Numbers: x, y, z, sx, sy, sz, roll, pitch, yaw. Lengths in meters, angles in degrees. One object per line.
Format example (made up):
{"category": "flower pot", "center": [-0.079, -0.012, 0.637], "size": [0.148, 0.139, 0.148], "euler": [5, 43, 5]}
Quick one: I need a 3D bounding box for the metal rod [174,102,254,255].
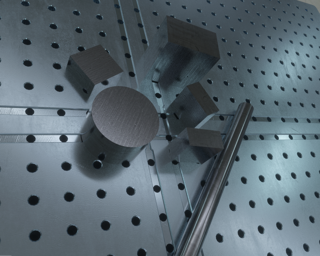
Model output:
{"category": "metal rod", "center": [0.077, 0.066, 0.411], "size": [0.025, 0.025, 0.301], "euler": [37, 51, -4]}

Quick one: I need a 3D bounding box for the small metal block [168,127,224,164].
{"category": "small metal block", "center": [0.046, 0.024, 0.404], "size": [0.050, 0.050, 0.025], "euler": [7, 59, -25]}

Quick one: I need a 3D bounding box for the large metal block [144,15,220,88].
{"category": "large metal block", "center": [0.029, -0.106, 0.455], "size": [0.081, 0.080, 0.050], "euler": [12, 57, -22]}

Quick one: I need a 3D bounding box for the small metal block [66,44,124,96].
{"category": "small metal block", "center": [-0.086, -0.077, 0.410], "size": [0.050, 0.025, 0.050], "euler": [49, 51, 6]}

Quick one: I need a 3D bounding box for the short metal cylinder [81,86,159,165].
{"category": "short metal cylinder", "center": [-0.048, -0.003, 0.369], "size": [0.081, 0.050, 0.080], "euler": [14, 56, -21]}

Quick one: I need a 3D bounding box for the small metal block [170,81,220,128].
{"category": "small metal block", "center": [0.048, -0.029, 0.437], "size": [0.025, 0.050, 0.050], "euler": [-25, 75, -37]}
